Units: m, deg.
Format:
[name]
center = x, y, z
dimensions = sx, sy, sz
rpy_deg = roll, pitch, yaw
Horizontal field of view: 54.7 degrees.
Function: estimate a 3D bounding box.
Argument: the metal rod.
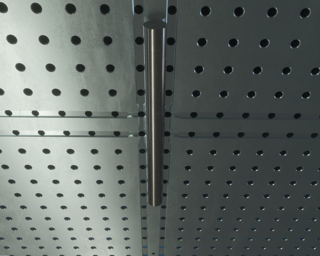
[metal rod]
center = -0.006, 0.006, 0.417
dimensions = 0.025, 0.025, 0.298
rpy_deg = 0, 130, -1
